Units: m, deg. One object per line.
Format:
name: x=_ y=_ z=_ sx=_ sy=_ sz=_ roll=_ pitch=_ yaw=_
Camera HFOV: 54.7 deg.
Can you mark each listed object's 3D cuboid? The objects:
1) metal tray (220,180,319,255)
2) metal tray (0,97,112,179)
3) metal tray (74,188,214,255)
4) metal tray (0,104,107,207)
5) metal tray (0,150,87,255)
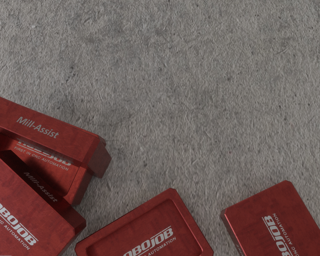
metal tray: x=0.140 y=0.137 z=0.356 sx=0.091 sy=0.030 sz=0.130 roll=-23 pitch=72 yaw=-8
metal tray: x=-0.128 y=0.014 z=0.366 sx=0.130 sy=0.090 sz=0.030 roll=22 pitch=72 yaw=8
metal tray: x=-0.017 y=0.140 z=0.353 sx=0.131 sy=0.030 sz=0.090 roll=-29 pitch=73 yaw=-10
metal tray: x=-0.144 y=0.032 z=0.382 sx=0.130 sy=0.030 sz=0.090 roll=20 pitch=80 yaw=10
metal tray: x=-0.159 y=0.098 z=0.344 sx=0.130 sy=0.030 sz=0.090 roll=41 pitch=97 yaw=7
